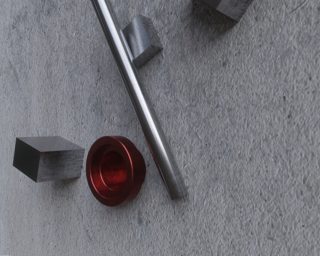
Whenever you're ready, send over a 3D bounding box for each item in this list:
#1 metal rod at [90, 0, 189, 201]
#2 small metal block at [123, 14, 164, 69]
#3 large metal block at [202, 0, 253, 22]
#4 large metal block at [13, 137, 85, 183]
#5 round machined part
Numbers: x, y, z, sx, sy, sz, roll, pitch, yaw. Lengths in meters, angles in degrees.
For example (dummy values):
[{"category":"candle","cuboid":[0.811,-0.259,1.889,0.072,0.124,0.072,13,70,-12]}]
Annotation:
[{"category":"metal rod","cuboid":[-0.032,-0.052,0.405,0.025,0.025,0.299,-28,81,36]},{"category":"small metal block","cuboid":[-0.029,-0.119,0.429,0.050,0.025,0.050,-33,70,35]},{"category":"large metal block","cuboid":[0.068,-0.175,0.332,0.080,0.050,0.080,47,118,29]},{"category":"large metal block","cuboid":[-0.188,0.049,0.524,0.080,0.081,0.050,19,102,38]},{"category":"round machined part","cuboid":[-0.059,0.059,0.443,0.098,0.042,0.097,0,90,40]}]
